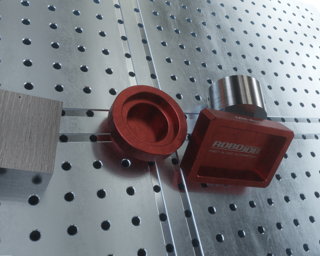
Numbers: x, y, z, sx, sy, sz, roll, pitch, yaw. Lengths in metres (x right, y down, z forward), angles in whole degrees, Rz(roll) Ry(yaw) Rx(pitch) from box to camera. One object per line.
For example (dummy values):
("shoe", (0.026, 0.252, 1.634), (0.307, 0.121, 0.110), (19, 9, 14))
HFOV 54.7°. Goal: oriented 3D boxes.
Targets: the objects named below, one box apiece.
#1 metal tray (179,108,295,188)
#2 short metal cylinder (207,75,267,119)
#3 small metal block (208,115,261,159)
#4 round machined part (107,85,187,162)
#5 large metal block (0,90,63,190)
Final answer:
("metal tray", (0.101, 0.030, 0.404), (0.131, 0.089, 0.030), (9, 22, -24))
("short metal cylinder", (0.111, -0.033, 0.455), (0.081, 0.080, 0.050), (13, 56, -21))
("small metal block", (0.105, 0.013, 0.439), (0.050, 0.050, 0.025), (14, 35, -21))
("round machined part", (-0.019, -0.002, 0.390), (0.099, 0.042, 0.098), (14, 56, -21))
("large metal block", (-0.146, 0.012, 0.307), (0.081, 0.050, 0.080), (11, 57, -23))
